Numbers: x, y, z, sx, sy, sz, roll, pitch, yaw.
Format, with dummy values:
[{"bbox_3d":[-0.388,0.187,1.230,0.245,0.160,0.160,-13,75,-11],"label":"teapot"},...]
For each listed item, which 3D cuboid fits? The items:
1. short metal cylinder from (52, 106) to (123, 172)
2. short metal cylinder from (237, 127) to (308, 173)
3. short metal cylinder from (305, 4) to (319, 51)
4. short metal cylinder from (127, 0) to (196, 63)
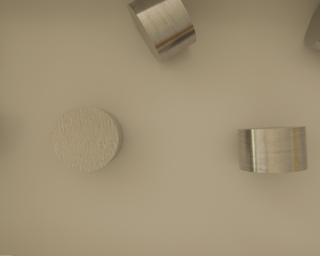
[{"bbox_3d":[-0.090,0.013,0.398,0.081,0.050,0.080,0,90,0],"label":"short metal cylinder"},{"bbox_3d":[0.139,0.025,0.385,0.080,0.080,0.050,-3,90,0],"label":"short metal cylinder"},{"bbox_3d":[0.227,-0.131,0.385,0.050,0.080,0.080,21,90,0],"label":"short metal cylinder"},{"bbox_3d":[0.002,-0.128,0.384,0.050,0.080,0.080,-31,90,0],"label":"short metal cylinder"}]
